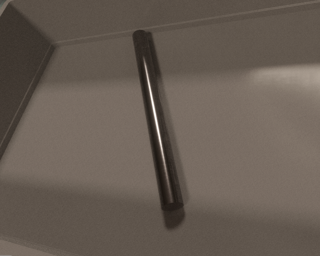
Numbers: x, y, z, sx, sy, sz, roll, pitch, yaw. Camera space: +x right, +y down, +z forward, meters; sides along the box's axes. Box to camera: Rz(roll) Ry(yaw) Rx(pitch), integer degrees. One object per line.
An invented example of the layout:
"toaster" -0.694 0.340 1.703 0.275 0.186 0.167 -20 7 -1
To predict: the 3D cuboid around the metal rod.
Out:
"metal rod" -0.010 -0.033 0.429 0.025 0.025 0.299 -22 54 15
